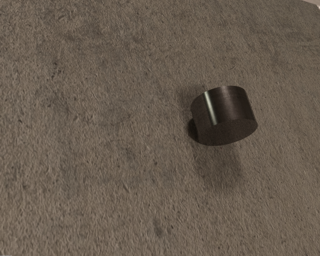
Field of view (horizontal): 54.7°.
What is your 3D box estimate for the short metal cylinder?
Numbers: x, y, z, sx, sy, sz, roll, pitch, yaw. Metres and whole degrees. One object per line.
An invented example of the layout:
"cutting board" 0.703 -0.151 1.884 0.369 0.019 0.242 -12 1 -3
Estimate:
"short metal cylinder" 0.087 -0.015 0.426 0.081 0.080 0.050 3 60 -27
